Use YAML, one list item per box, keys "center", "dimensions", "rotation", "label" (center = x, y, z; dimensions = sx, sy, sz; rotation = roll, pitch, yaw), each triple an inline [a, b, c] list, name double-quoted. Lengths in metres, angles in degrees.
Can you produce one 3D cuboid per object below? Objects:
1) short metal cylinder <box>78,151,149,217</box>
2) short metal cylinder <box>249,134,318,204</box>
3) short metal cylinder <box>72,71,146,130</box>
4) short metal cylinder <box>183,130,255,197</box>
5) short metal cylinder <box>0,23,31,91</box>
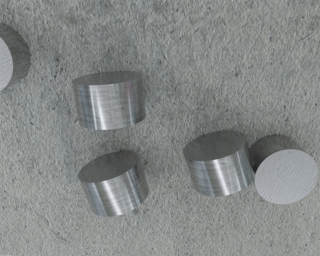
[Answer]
- center: [-0.059, 0.071, 0.406]
  dimensions: [0.080, 0.080, 0.050]
  rotation: [-14, 110, 5]
  label: "short metal cylinder"
- center: [0.161, 0.055, 0.418]
  dimensions: [0.081, 0.050, 0.079]
  rotation: [0, 110, 0]
  label: "short metal cylinder"
- center: [-0.059, -0.035, 0.367]
  dimensions: [0.080, 0.080, 0.050]
  rotation: [-4, 110, 1]
  label: "short metal cylinder"
- center: [0.075, 0.043, 0.397]
  dimensions: [0.080, 0.080, 0.050]
  rotation: [-16, 109, 6]
  label: "short metal cylinder"
- center: [-0.203, -0.083, 0.364]
  dimensions: [0.081, 0.050, 0.079]
  rotation: [0, 110, 0]
  label: "short metal cylinder"
